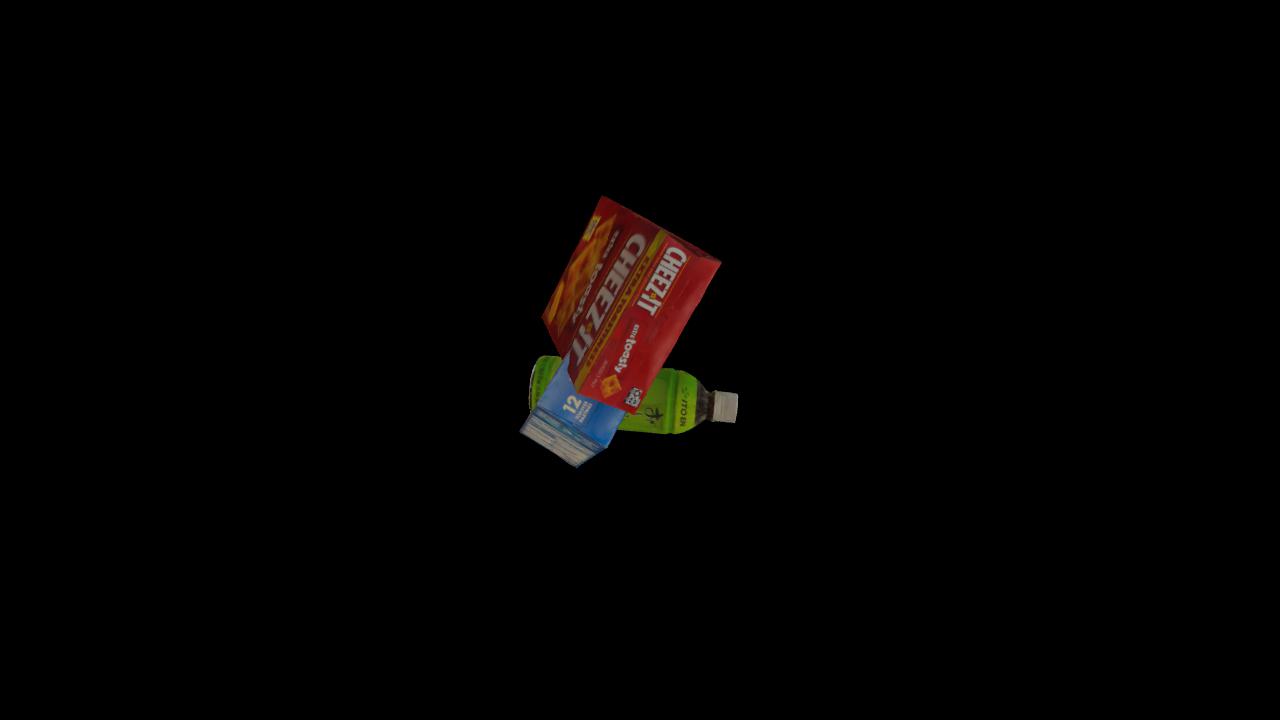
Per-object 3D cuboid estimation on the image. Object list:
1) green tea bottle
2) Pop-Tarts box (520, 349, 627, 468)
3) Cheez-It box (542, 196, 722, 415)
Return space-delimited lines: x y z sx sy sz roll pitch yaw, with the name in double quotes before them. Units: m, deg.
"green tea bottle" -0.005 0.039 0.640 0.212 0.073 0.073 6 0 3
"Pop-Tarts box" -0.047 0.018 0.669 0.083 0.167 0.141 31 -24 -6
"Cheez-It box" -0.024 -0.067 0.637 0.071 0.166 0.223 23 14 -26
